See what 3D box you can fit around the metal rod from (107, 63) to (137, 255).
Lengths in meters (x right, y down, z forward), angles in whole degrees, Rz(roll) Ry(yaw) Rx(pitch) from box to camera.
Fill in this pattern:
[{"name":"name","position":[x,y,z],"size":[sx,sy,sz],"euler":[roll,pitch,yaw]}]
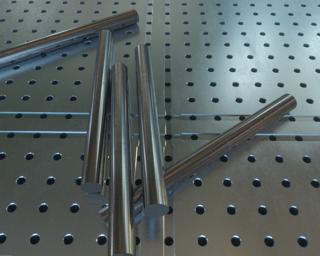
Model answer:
[{"name":"metal rod","position":[-0.048,0.011,0.376],"size":[0.025,0.025,0.300],"euler":[-4,44,-4]}]

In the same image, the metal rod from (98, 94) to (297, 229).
[{"name":"metal rod","position":[0.062,0.030,0.382],"size":[0.302,0.025,0.025],"euler":[-29,56,-23]}]

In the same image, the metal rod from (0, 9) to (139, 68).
[{"name":"metal rod","position":[-0.173,-0.150,0.531],"size":[0.302,0.025,0.025],"euler":[-26,55,-21]}]

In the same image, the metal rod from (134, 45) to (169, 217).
[{"name":"metal rod","position":[-0.017,-0.024,0.407],"size":[0.025,0.025,0.300],"euler":[-4,44,-4]}]

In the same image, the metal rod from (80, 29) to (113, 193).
[{"name":"metal rod","position":[-0.086,-0.047,0.445],"size":[0.025,0.025,0.300],"euler":[-2,50,-2]}]
